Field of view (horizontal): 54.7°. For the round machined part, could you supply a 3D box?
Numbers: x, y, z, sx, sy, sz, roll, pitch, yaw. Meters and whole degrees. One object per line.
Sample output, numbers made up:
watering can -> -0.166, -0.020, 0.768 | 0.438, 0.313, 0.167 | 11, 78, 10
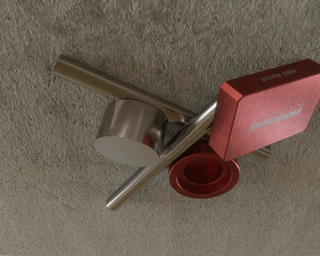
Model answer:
round machined part -> 0.061, 0.055, 0.445 | 0.099, 0.042, 0.097 | 0, 130, 0

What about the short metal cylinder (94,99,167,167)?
short metal cylinder -> -0.035, 0.008, 0.382 | 0.080, 0.050, 0.080 | 10, 151, 6

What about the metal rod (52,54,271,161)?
metal rod -> 0.017, -0.018, 0.394 | 0.302, 0.025, 0.025 | 22, 127, -18

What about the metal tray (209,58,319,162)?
metal tray -> 0.123, -0.021, 0.352 | 0.131, 0.030, 0.089 | -17, 134, -23

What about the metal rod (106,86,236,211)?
metal rod -> 0.003, 0.042, 0.422 | 0.025, 0.025, 0.298 | 26, 132, -21
